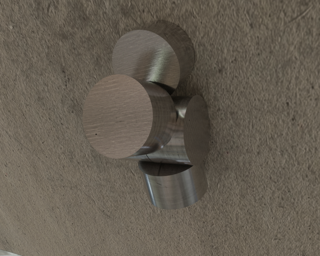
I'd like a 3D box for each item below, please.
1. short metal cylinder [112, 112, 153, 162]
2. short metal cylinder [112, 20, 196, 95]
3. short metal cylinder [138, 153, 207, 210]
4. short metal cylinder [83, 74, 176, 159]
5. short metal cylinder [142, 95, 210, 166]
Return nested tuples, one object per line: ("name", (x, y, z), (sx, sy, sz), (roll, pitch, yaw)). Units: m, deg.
("short metal cylinder", (-0.025, 0.001, 0.386), (0.050, 0.080, 0.079), (1, 119, 27))
("short metal cylinder", (-0.006, -0.076, 0.348), (0.080, 0.050, 0.079), (13, 124, 20))
("short metal cylinder", (0.017, 0.059, 0.399), (0.080, 0.080, 0.050), (0, 118, 28))
("short metal cylinder", (-0.030, -0.011, 0.315), (0.080, 0.050, 0.079), (0, 90, 27))
("short metal cylinder", (0.021, 0.002, 0.361), (0.050, 0.080, 0.080), (1, 119, 28))
